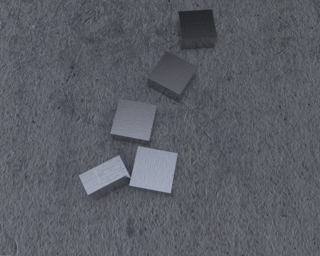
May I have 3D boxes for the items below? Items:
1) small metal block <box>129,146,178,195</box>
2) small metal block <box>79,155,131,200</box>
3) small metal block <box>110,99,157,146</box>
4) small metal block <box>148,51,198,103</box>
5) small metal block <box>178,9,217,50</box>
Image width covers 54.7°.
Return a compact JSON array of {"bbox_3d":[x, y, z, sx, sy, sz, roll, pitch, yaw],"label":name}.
[{"bbox_3d":[-0.007,0.054,0.388,0.050,0.025,0.050,10,70,3],"label":"small metal block"},{"bbox_3d":[-0.063,0.061,0.372,0.050,0.050,0.025,-27,72,-9],"label":"small metal block"},{"bbox_3d":[-0.033,-0.007,0.410,0.050,0.025,0.050,11,70,4],"label":"small metal block"},{"bbox_3d":[0.018,-0.072,0.434,0.050,0.025,0.050,29,73,10],"label":"small metal block"},{"bbox_3d":[0.055,-0.147,0.462,0.050,0.025,0.050,-5,70,-2],"label":"small metal block"}]
